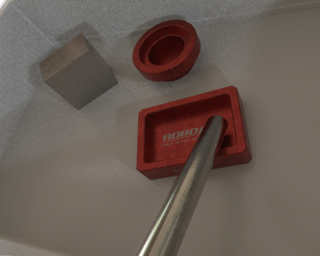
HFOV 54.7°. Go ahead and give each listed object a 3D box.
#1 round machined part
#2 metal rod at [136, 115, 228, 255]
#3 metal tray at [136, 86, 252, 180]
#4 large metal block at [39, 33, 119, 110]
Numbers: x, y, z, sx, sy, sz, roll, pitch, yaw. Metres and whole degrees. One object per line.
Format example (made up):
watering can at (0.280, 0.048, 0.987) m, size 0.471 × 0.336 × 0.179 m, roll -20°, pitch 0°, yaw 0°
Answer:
round machined part at (0.013, -0.107, 0.452) m, size 0.098 × 0.042 × 0.098 m, roll -13°, pitch 56°, yaw 20°
metal rod at (0.010, 0.070, 0.238) m, size 0.025 × 0.025 × 0.301 m, roll -3°, pitch 28°, yaw 26°
metal tray at (0.037, 0.007, 0.377) m, size 0.130 × 0.030 × 0.090 m, roll -13°, pitch 56°, yaw 20°
large metal block at (-0.126, -0.086, 0.488) m, size 0.080 × 0.080 × 0.050 m, roll -33°, pitch 52°, yaw 6°
